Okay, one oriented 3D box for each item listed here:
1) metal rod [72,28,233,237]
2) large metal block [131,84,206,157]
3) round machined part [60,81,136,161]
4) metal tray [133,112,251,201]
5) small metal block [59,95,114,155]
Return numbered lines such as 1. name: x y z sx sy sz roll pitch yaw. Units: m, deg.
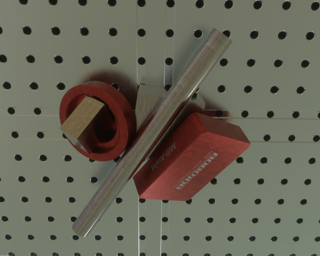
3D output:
1. metal rod: -0.019 0.018 0.366 0.025 0.025 0.299 33 106 -12
2. large metal block: 0.007 -0.006 0.397 0.081 0.050 0.079 8 110 -4
3. round machined part: -0.072 -0.011 0.385 0.098 0.042 0.097 10 115 23
4. metal tray: 0.038 0.043 0.391 0.091 0.030 0.129 15 128 -39
5. small metal block: -0.085 -0.003 0.368 0.025 0.050 0.050 29 70 16
